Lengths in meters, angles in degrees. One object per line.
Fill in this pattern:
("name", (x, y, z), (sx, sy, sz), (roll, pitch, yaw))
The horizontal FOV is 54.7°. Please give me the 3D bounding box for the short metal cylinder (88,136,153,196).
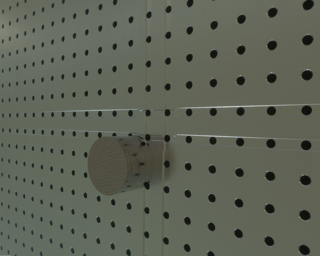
("short metal cylinder", (-0.056, 0.051, 0.437), (0.080, 0.050, 0.079), (0, 90, 39))
